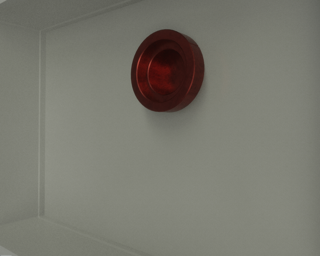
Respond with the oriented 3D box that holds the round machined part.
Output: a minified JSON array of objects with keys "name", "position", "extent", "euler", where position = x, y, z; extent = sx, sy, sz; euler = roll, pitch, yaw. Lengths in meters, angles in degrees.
[{"name":"round machined part","position":[0.014,-0.068,0.383],"extent":[0.098,0.042,0.097],"euler":[0,90,39]}]
